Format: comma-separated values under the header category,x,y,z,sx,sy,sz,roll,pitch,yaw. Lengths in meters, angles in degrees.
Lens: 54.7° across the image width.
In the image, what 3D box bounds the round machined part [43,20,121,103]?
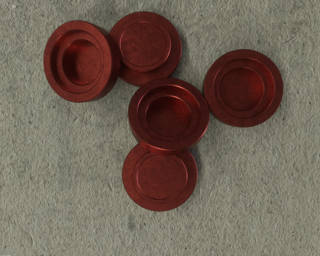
category,x,y,z,sx,sy,sz,roll,pitch,yaw
round machined part,-0.093,-0.082,0.391,0.098,0.042,0.097,3,98,20

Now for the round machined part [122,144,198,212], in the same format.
category,x,y,z,sx,sy,sz,roll,pitch,yaw
round machined part,0.000,0.060,0.402,0.099,0.042,0.097,0,90,-1

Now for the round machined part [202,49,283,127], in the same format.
category,x,y,z,sx,sy,sz,roll,pitch,yaw
round machined part,0.104,-0.050,0.404,0.099,0.042,0.097,0,90,-1

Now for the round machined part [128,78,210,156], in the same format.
category,x,y,z,sx,sy,sz,roll,pitch,yaw
round machined part,0.010,-0.011,0.392,0.099,0.042,0.098,1,67,-3

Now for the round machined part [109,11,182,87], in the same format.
category,x,y,z,sx,sy,sz,roll,pitch,yaw
round machined part,-0.021,-0.104,0.402,0.099,0.042,0.097,0,90,-1
